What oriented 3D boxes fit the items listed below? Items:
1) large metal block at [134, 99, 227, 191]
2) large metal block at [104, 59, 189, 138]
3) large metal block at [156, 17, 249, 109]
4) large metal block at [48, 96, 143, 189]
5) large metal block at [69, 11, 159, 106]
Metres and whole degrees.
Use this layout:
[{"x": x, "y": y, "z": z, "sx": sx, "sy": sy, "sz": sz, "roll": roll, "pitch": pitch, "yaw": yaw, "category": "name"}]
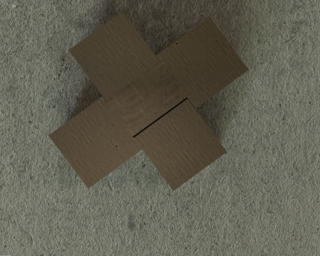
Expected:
[{"x": 0.025, "y": 0.020, "z": 0.398, "sx": 0.080, "sy": 0.050, "sz": 0.080, "roll": -36, "pitch": 90, "yaw": 0, "category": "large metal block"}, {"x": -0.015, "y": -0.033, "z": 0.383, "sx": 0.080, "sy": 0.080, "sz": 0.050, "roll": -36, "pitch": 90, "yaw": 0, "category": "large metal block"}, {"x": 0.051, "y": -0.079, "z": 0.398, "sx": 0.080, "sy": 0.050, "sz": 0.080, "roll": -36, "pitch": 90, "yaw": 0, "category": "large metal block"}, {"x": -0.078, "y": 0.017, "z": 0.397, "sx": 0.080, "sy": 0.050, "sz": 0.080, "roll": -36, "pitch": 90, "yaw": 0, "category": "large metal block"}, {"x": -0.054, "y": -0.085, "z": 0.397, "sx": 0.080, "sy": 0.050, "sz": 0.080, "roll": -36, "pitch": 90, "yaw": 0, "category": "large metal block"}]
